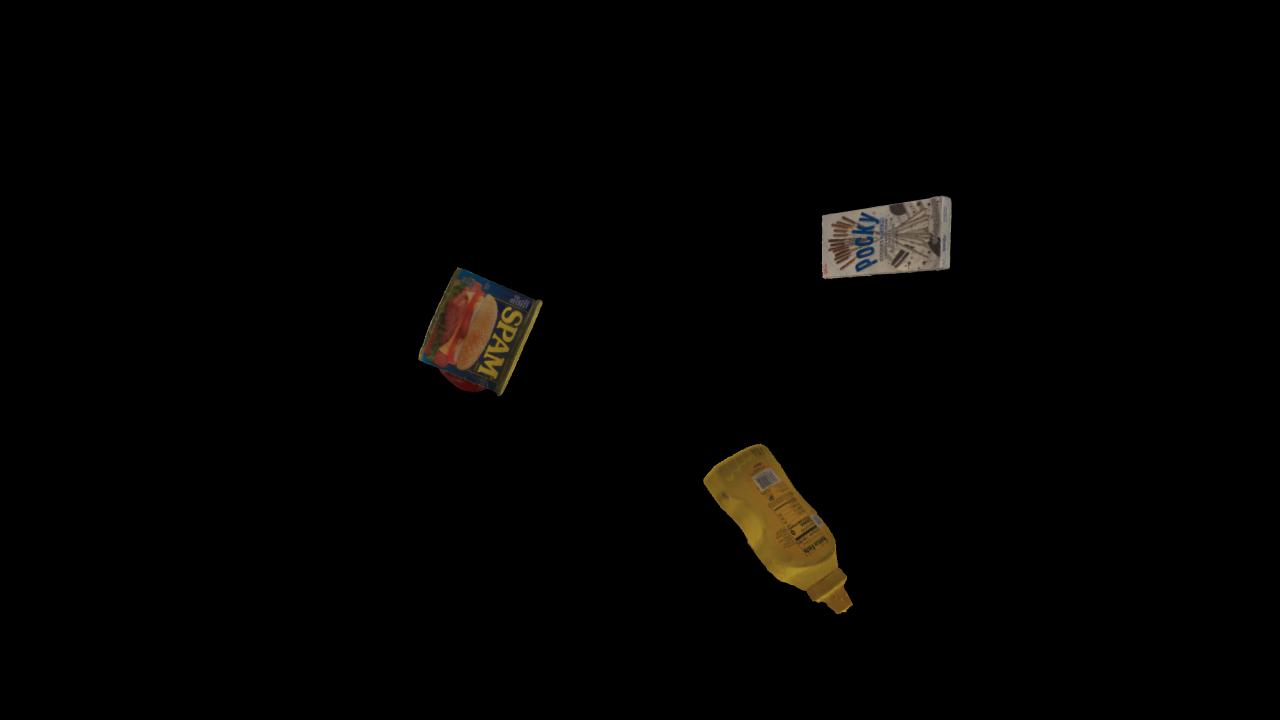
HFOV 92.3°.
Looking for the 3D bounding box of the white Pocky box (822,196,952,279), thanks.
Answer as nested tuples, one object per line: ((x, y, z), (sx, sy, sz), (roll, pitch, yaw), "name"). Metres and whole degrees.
((0.295, -0.145, 0.747), (0.028, 0.084, 0.154), (-3, 4, -41), "white Pocky box")

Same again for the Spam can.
((-0.153, -0.028, 0.595), (0.085, 0.101, 0.058), (24, -3, -8), "Spam can")

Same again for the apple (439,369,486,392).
((-0.216, 0.001, 0.786), (0.079, 0.079, 0.093), (0, 26, -34), "apple")

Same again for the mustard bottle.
((0.151, 0.177, 0.636), (0.092, 0.184, 0.054), (-12, -34, -44), "mustard bottle")
